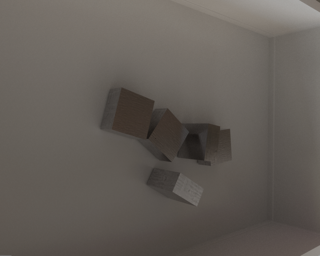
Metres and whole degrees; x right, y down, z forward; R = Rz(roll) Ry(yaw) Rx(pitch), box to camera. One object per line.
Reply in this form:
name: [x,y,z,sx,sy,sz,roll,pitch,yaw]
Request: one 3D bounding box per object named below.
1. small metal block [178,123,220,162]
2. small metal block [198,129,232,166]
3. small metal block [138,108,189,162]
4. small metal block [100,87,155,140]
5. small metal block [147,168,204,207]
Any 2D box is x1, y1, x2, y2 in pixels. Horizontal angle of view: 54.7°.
small metal block: [0.055,0.020,0.436,0.025,0.050,0.050,13,82,-40]
small metal block: [0.084,0.028,0.477,0.050,0.025,0.050,-7,95,-40]
small metal block: [0.005,0.009,0.409,0.050,0.025,0.050,46,62,-30]
small metal block: [-0.038,-0.016,0.373,0.050,0.025,0.050,20,78,-39]
small metal block: [0.020,0.077,0.406,0.050,0.050,0.025,38,68,-35]
